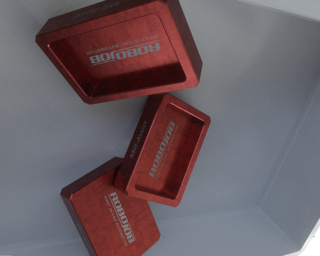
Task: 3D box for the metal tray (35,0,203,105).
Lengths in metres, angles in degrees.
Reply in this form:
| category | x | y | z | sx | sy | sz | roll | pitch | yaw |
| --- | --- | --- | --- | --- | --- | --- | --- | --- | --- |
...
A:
| category | x | y | z | sx | sy | sz | roll | pitch | yaw |
| --- | --- | --- | --- | --- | --- | --- | --- | --- | --- |
| metal tray | -0.036 | -0.071 | 0.290 | 0.130 | 0.030 | 0.090 | -7 | 138 | 24 |

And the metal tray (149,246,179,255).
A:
| category | x | y | z | sx | sy | sz | roll | pitch | yaw |
| --- | --- | --- | --- | --- | --- | --- | --- | --- | --- |
| metal tray | 0.048 | 0.255 | 0.529 | 0.030 | 0.130 | 0.090 | -58 | 144 | -33 |

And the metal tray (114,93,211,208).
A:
| category | x | y | z | sx | sy | sz | roll | pitch | yaw |
| --- | --- | --- | --- | --- | --- | --- | --- | --- | --- |
| metal tray | 0.007 | 0.029 | 0.399 | 0.090 | 0.030 | 0.129 | 25 | 83 | -37 |

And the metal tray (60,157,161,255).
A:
| category | x | y | z | sx | sy | sz | roll | pitch | yaw |
| --- | --- | --- | --- | --- | --- | --- | --- | --- | --- |
| metal tray | -0.059 | 0.114 | 0.400 | 0.091 | 0.030 | 0.129 | -31 | 111 | -34 |
